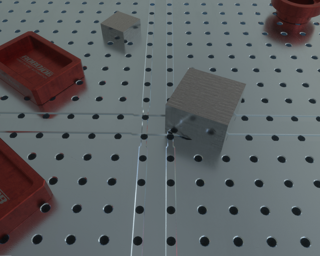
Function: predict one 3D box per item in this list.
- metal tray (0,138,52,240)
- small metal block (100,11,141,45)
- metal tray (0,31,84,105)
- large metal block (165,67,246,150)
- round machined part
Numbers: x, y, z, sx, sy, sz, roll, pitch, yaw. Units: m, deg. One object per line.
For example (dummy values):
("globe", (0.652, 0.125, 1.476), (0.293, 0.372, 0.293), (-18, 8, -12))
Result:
("metal tray", (-0.200, 0.062, 0.350), (0.130, 0.030, 0.090), (34, 57, 25))
("small metal block", (-0.070, -0.182, 0.560), (0.050, 0.025, 0.050), (26, 55, 20))
("metal tray", (-0.196, -0.098, 0.485), (0.130, 0.030, 0.090), (32, 57, 24))
("large metal block", (0.060, -0.028, 0.415), (0.080, 0.050, 0.080), (20, 53, 16))
("round machined part", (0.265, -0.238, 0.598), (0.099, 0.042, 0.098), (0, 50, 0))
